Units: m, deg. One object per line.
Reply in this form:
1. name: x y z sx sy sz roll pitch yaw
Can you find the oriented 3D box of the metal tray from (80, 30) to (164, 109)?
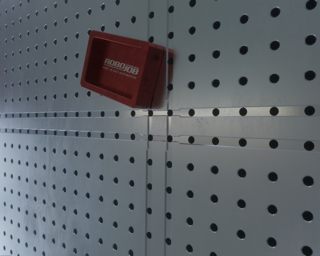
1. metal tray: -0.061 -0.088 0.457 0.130 0.030 0.089 24 105 37
